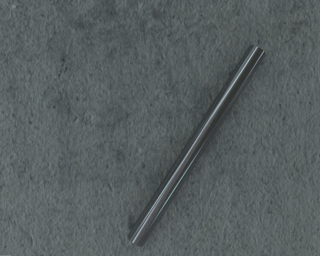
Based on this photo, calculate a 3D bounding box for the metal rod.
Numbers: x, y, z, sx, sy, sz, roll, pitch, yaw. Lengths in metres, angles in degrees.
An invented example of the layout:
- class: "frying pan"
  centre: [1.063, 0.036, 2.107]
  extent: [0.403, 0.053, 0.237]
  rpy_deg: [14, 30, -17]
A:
- class: "metal rod"
  centre: [0.048, 0.023, 0.410]
  extent: [0.025, 0.025, 0.299]
  rpy_deg: [33, 90, -1]
